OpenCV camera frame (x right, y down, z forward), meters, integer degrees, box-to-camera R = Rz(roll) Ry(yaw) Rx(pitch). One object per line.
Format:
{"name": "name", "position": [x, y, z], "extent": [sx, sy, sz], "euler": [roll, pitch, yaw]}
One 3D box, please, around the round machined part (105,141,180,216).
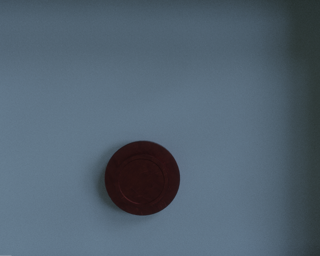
{"name": "round machined part", "position": [-0.023, 0.066, 0.403], "extent": [0.099, 0.042, 0.097], "euler": [0, 90, -1]}
